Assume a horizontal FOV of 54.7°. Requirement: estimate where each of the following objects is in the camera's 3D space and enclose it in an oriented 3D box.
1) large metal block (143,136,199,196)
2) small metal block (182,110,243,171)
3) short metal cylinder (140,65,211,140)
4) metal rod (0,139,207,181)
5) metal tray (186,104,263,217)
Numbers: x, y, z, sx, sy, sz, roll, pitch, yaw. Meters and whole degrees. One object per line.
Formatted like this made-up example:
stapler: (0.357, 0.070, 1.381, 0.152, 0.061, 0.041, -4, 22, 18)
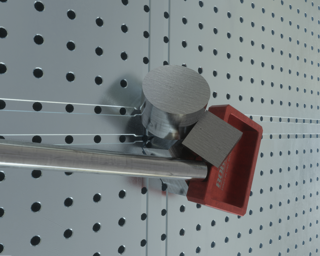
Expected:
large metal block: (0.036, 0.035, 0.424, 0.080, 0.050, 0.080, -43, 116, -32)
small metal block: (0.062, 0.015, 0.369, 0.050, 0.050, 0.025, -53, 163, -7)
short metal cylinder: (0.017, -0.032, 0.381, 0.080, 0.080, 0.050, -42, 159, -32)
metal rod: (-0.081, 0.031, 0.304, 0.302, 0.025, 0.025, 9, 84, -29)
metal tray: (0.090, 0.044, 0.415, 0.090, 0.030, 0.130, 26, 73, -37)
